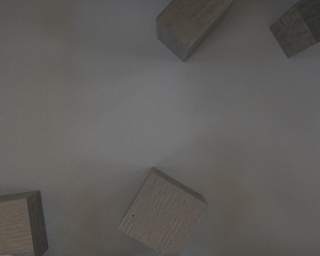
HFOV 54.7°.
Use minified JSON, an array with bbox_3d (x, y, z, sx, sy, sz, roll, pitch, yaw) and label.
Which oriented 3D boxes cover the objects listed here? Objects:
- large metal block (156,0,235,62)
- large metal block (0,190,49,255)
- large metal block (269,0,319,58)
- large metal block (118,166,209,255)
[{"bbox_3d":[0.041,-0.135,0.384,0.050,0.080,0.080,42,90,0],"label":"large metal block"},{"bbox_3d":[-0.196,0.130,0.395,0.081,0.050,0.080,-8,90,-3],"label":"large metal block"},{"bbox_3d":[0.197,-0.137,0.385,0.080,0.080,0.050,-31,90,0],"label":"large metal block"},{"bbox_3d":[0.004,0.107,0.399,0.080,0.050,0.080,31,90,0],"label":"large metal block"}]
